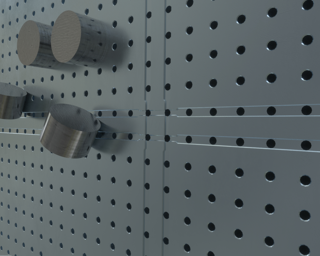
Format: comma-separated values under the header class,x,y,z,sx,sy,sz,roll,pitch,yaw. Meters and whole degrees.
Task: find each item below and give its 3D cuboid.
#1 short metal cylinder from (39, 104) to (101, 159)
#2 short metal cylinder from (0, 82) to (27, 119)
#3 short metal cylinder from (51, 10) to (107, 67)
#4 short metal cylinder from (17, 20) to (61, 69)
class,x,y,z,sx,sy,sz,roll,pitch,yaw
short metal cylinder,-0.141,0.004,0.487,0.080,0.081,0.050,41,115,32
short metal cylinder,-0.321,-0.057,0.634,0.080,0.081,0.050,33,110,35
short metal cylinder,-0.131,-0.141,0.498,0.080,0.050,0.079,0,90,39
short metal cylinder,-0.219,-0.152,0.570,0.080,0.050,0.079,0,90,39
